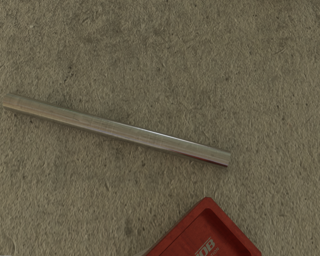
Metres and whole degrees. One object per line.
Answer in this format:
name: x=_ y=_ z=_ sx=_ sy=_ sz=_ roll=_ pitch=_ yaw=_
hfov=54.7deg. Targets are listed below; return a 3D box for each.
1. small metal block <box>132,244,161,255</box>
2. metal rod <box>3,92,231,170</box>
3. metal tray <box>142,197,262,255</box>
small metal block: x=-0.012 y=0.164 z=0.348 sx=0.050 sy=0.025 sz=0.050 roll=-25 pitch=72 yaw=-9
metal rod: x=-0.059 y=0.003 z=0.406 sx=0.302 sy=0.025 sz=0.025 roll=15 pitch=71 yaw=5
metal tray: x=0.036 y=0.149 z=0.330 sx=0.131 sy=0.030 sz=0.090 roll=-37 pitch=78 yaw=-28
